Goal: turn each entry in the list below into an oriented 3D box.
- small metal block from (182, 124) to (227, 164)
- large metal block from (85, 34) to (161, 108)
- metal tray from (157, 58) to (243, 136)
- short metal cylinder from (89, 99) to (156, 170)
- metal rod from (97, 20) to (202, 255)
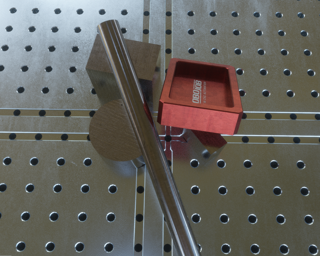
[{"bbox_3d":[0.055,0.014,0.394,0.025,0.050,0.050,-34,74,-12],"label":"small metal block"},{"bbox_3d":[-0.044,-0.072,0.408,0.080,0.080,0.050,11,71,4],"label":"large metal block"},{"bbox_3d":[0.050,-0.045,0.388,0.091,0.030,0.130,9,34,3],"label":"metal tray"},{"bbox_3d":[-0.045,0.010,0.394,0.081,0.050,0.080,0,70,0],"label":"short metal cylinder"},{"bbox_3d":[-0.009,0.024,0.351,0.025,0.025,0.298,-20,91,-7],"label":"metal rod"}]
